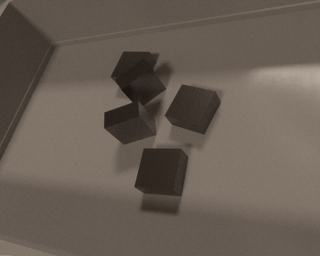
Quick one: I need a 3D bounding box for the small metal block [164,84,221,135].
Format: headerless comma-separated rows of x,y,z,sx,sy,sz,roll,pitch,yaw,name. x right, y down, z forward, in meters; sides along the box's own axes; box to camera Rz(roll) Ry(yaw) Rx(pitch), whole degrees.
0.042,-0.025,0.398,0.050,0.025,0.050,18,71,34,small metal block

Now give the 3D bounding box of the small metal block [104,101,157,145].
-0.039,-0.006,0.412,0.050,0.050,0.025,-18,55,18,small metal block

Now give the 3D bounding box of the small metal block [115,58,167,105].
-0.027,-0.062,0.440,0.050,0.050,0.025,-36,52,4,small metal block

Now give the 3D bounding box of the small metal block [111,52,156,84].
-0.041,-0.091,0.481,0.050,0.025,0.050,9,66,31,small metal block

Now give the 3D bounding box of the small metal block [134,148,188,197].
0.003,0.052,0.371,0.050,0.025,0.050,-1,61,27,small metal block
